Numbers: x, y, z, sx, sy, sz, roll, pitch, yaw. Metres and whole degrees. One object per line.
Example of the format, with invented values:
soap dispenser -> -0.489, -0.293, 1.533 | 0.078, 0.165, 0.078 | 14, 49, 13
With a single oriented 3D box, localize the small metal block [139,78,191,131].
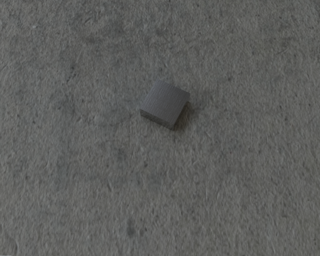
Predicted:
small metal block -> 0.007, -0.031, 0.420 | 0.050, 0.025, 0.050 | 26, 72, 9
